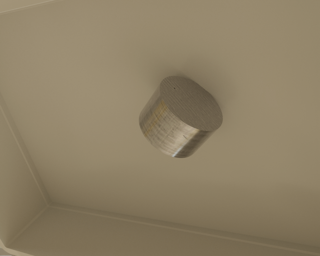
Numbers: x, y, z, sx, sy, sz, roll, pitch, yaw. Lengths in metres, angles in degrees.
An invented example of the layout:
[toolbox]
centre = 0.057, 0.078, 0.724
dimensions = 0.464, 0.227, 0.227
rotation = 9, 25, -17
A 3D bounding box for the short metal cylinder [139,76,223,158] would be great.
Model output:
[short metal cylinder]
centre = 0.023, -0.013, 0.352
dimensions = 0.080, 0.080, 0.050
rotation = 39, 129, 1
